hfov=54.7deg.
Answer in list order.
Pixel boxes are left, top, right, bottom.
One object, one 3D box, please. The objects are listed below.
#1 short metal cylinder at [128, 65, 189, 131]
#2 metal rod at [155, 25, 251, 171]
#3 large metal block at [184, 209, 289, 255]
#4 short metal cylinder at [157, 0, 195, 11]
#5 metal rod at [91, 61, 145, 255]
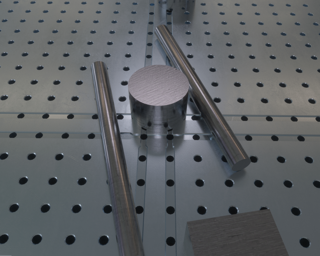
[{"bbox_3d":[-0.002,-0.042,0.427,0.081,0.050,0.080,0,50,0],"label":"short metal cylinder"},{"bbox_3d":[0.050,-0.065,0.462,0.025,0.025,0.300,-14,52,-12],"label":"metal rod"},{"bbox_3d":[0.071,0.128,0.284,0.081,0.050,0.080,-7,50,-6],"label":"large metal block"},{"bbox_3d":[0.034,-0.281,0.628,0.081,0.050,0.080,0,50,0],"label":"short metal cylinder"},{"bbox_3d":[-0.061,0.017,0.392,0.025,0.025,0.300,-10,51,-9],"label":"metal rod"}]
